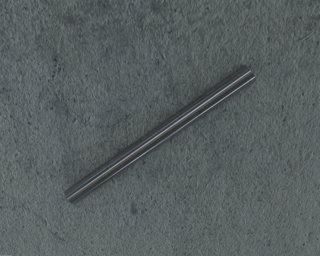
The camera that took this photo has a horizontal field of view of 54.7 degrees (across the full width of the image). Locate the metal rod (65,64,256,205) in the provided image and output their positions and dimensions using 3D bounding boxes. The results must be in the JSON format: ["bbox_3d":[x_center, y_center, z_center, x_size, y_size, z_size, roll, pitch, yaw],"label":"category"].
[{"bbox_3d":[-0.007,0.015,0.417,0.300,0.025,0.025,-35,107,11],"label":"metal rod"}]
